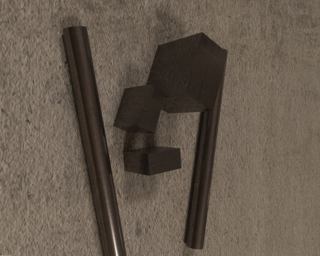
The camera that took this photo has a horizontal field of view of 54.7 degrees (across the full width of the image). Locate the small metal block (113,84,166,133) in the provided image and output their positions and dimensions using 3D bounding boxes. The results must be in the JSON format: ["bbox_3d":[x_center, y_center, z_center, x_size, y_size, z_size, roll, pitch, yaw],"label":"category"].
[{"bbox_3d":[-0.025,-0.022,0.369,0.025,0.050,0.050,25,74,-38],"label":"small metal block"}]

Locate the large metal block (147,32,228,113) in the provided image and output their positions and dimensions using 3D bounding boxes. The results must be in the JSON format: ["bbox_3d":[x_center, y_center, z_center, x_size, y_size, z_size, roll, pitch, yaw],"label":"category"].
[{"bbox_3d":[0.031,-0.066,0.397,0.050,0.080,0.080,26,74,-38],"label":"large metal block"}]

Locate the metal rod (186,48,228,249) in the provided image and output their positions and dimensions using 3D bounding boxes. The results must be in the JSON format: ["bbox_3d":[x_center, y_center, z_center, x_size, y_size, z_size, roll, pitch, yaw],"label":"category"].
[{"bbox_3d":[0.072,0.026,0.467,0.025,0.025,0.298,14,81,-40],"label":"metal rod"}]

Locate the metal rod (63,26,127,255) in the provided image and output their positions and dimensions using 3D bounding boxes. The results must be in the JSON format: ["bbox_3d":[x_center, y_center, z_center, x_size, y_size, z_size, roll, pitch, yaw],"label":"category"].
[{"bbox_3d":[-0.068,0.041,0.348,0.025,0.025,0.298,-15,100,-39],"label":"metal rod"}]

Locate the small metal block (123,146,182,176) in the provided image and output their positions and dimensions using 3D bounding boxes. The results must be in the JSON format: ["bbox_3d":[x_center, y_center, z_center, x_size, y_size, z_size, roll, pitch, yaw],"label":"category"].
[{"bbox_3d":[-0.010,0.039,0.382,0.050,0.050,0.025,-6,94,-40],"label":"small metal block"}]
